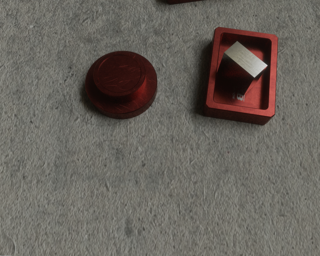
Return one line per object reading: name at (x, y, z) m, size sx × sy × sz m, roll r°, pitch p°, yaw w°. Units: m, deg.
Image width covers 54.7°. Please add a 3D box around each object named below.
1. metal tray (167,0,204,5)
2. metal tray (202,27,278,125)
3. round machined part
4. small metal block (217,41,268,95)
metal tray at (0.069, -0.252, 0.499) m, size 0.131 × 0.030 × 0.090 m, roll -9°, pitch 70°, yaw -4°
metal tray at (0.113, -0.075, 0.434) m, size 0.091 × 0.030 × 0.130 m, roll 9°, pitch 70°, yaw 3°
round machined part at (-0.053, -0.064, 0.422) m, size 0.099 × 0.042 × 0.098 m, roll 0°, pitch 70°, yaw -1°
small metal block at (0.107, -0.078, 0.411) m, size 0.025 × 0.050 × 0.050 m, roll -42°, pitch 76°, yaw -14°
